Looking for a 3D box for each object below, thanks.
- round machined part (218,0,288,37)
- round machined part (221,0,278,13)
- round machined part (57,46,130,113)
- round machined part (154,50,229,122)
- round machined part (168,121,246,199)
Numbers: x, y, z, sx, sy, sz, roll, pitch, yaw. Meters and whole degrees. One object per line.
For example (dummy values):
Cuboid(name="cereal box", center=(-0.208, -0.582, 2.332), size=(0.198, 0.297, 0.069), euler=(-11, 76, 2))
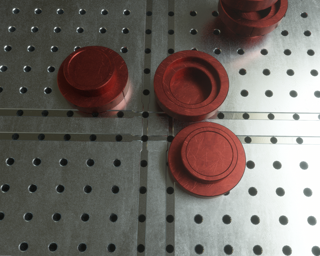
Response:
Cuboid(name="round machined part", center=(0.136, -0.179, 0.469), size=(0.099, 0.042, 0.098), euler=(0, 70, 0))
Cuboid(name="round machined part", center=(0.122, -0.202, 0.433), size=(0.099, 0.042, 0.098), euler=(0, 70, 0))
Cuboid(name="round machined part", center=(-0.093, -0.073, 0.429), size=(0.099, 0.042, 0.098), euler=(0, 70, 0))
Cuboid(name="round machined part", center=(0.041, -0.053, 0.422), size=(0.099, 0.042, 0.098), euler=(0, 70, 0))
Cuboid(name="round machined part", center=(0.059, 0.037, 0.390), size=(0.099, 0.042, 0.098), euler=(0, 70, 0))
